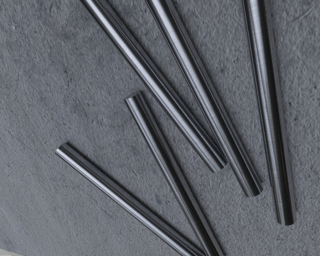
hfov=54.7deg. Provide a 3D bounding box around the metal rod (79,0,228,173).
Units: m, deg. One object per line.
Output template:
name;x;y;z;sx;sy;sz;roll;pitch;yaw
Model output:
metal rod;-0.015;-0.067;0.373;0.025;0.025;0.300;-31;102;38

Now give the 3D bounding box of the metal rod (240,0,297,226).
metal rod;0.119;-0.016;0.333;0.025;0.025;0.298;-3;117;29

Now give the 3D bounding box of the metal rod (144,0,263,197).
metal rod;0.048;-0.046;0.353;0.025;0.025;0.299;-18;109;35

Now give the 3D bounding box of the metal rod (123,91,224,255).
metal rod;0.028;0.085;0.444;0.025;0.025;0.299;-15;111;34

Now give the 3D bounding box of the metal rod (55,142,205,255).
metal rod;-0.048;0.127;0.510;0.300;0.025;0.025;38;129;2
